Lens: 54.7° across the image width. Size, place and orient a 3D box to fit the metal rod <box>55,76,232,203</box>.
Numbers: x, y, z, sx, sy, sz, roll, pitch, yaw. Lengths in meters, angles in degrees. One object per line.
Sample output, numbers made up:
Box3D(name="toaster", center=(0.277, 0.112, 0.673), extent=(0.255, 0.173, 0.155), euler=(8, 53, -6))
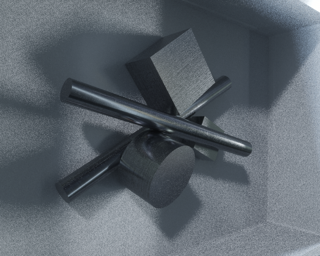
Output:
Box3D(name="metal rod", center=(0.001, -0.002, 0.407), extent=(0.302, 0.025, 0.025), euler=(-34, 112, -35))

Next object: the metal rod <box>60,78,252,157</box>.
Box3D(name="metal rod", center=(0.022, -0.002, 0.392), extent=(0.302, 0.025, 0.025), euler=(17, 79, -39))

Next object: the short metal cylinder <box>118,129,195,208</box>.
Box3D(name="short metal cylinder", center=(-0.003, 0.048, 0.370), extent=(0.081, 0.050, 0.079), euler=(-31, 134, -38))

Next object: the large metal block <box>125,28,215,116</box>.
Box3D(name="large metal block", center=(0.016, -0.071, 0.403), extent=(0.080, 0.050, 0.080), euler=(-43, 117, -31))

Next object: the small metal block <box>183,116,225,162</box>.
Box3D(name="small metal block", center=(0.064, 0.016, 0.459), extent=(0.050, 0.025, 0.050), euler=(33, 69, -35))
